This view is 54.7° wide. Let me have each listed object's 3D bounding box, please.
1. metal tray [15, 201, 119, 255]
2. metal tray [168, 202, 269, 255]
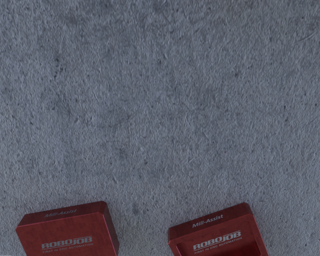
[{"bbox_3d":[-0.136,0.165,0.467,0.131,0.030,0.089,-11,110,3],"label":"metal tray"},{"bbox_3d":[0.088,0.176,0.472,0.130,0.030,0.090,-21,109,7],"label":"metal tray"}]
